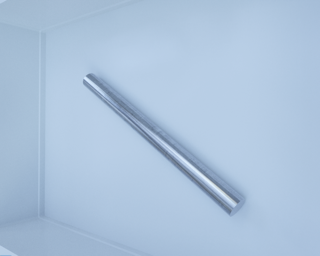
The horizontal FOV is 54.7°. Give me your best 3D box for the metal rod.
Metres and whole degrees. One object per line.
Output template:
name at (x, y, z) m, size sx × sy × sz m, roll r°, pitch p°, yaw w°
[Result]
metal rod at (-0.014, 0.005, 0.413) m, size 0.300 × 0.025 × 0.025 m, roll 40°, pitch 114°, yaw 32°
